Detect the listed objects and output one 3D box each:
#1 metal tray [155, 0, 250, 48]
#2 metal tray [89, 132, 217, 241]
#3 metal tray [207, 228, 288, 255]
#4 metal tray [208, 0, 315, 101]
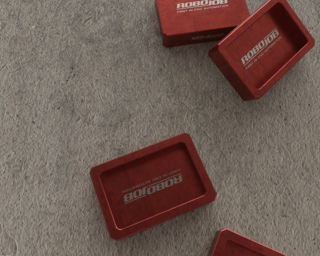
[{"bbox_3d":[0.063,-0.176,0.470,0.131,0.030,0.090,-9,70,-4],"label":"metal tray"},{"bbox_3d":[-0.009,0.070,0.379,0.131,0.030,0.090,-20,71,-8],"label":"metal tray"},{"bbox_3d":[0.085,0.189,0.336,0.090,0.030,0.130,23,71,8],"label":"metal tray"},{"bbox_3d":[0.142,-0.111,0.429,0.130,0.030,0.090,-42,99,-14],"label":"metal tray"}]
